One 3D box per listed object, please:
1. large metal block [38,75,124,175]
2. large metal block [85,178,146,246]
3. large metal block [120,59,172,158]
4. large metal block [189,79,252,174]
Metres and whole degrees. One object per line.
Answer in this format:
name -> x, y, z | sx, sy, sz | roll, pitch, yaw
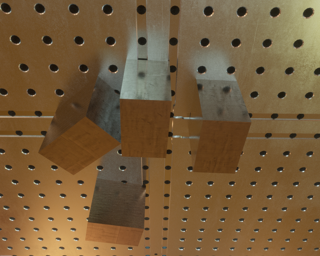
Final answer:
large metal block -> -0.089, -0.003, 0.372 | 0.080, 0.080, 0.050 | -33, 123, 25
large metal block -> -0.068, 0.131, 0.487 | 0.080, 0.080, 0.050 | 10, 129, -8
large metal block -> -0.016, -0.023, 0.356 | 0.050, 0.080, 0.080 | 2, 130, -2
large metal block -> 0.067, -0.003, 0.374 | 0.050, 0.080, 0.080 | 3, 130, -2
